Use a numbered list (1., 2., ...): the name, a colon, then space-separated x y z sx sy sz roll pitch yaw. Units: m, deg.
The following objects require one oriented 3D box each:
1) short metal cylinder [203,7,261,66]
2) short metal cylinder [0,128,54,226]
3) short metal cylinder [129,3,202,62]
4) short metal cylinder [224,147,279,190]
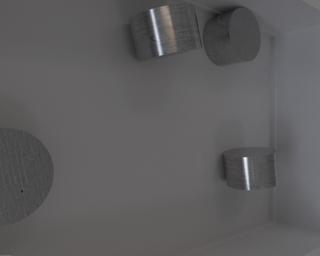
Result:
1. short metal cylinder: 0.113 -0.140 0.484 0.081 0.050 0.080 0 90 -40
2. short metal cylinder: -0.142 0.040 0.271 0.081 0.050 0.080 0 90 -40
3. short metal cylinder: 0.007 -0.114 0.376 0.081 0.080 0.050 -21 103 -38
4. short metal cylinder: 0.144 0.062 0.491 0.081 0.080 0.050 -11 97 -40
